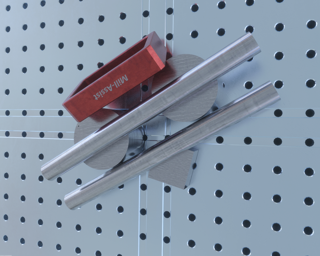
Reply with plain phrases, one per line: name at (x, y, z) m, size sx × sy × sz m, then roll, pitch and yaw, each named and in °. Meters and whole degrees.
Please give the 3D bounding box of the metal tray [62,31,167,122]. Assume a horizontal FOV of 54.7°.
metal tray at (-0.054, -0.067, 0.395) m, size 0.130 × 0.090 × 0.030 m, roll -30°, pitch 112°, yaw 17°

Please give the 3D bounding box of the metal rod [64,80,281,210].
metal rod at (0.002, 0.030, 0.383) m, size 0.300 × 0.025 × 0.025 m, roll -30°, pitch 81°, yaw 17°

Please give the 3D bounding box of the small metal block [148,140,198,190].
small metal block at (0.017, 0.047, 0.405) m, size 0.050 × 0.025 × 0.050 m, roll 16°, pitch 95°, yaw 19°

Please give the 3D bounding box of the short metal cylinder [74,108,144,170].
short metal cylinder at (-0.068, 0.014, 0.422) m, size 0.080 × 0.050 × 0.079 m, roll 0°, pitch 90°, yaw 19°

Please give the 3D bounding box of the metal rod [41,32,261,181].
metal rod at (-0.024, -0.016, 0.366) m, size 0.300 × 0.025 × 0.025 m, roll -31°, pitch 80°, yaw 17°

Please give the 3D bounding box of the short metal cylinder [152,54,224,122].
short metal cylinder at (0.036, -0.047, 0.386) m, size 0.080 × 0.050 × 0.079 m, roll 0°, pitch 90°, yaw 19°
